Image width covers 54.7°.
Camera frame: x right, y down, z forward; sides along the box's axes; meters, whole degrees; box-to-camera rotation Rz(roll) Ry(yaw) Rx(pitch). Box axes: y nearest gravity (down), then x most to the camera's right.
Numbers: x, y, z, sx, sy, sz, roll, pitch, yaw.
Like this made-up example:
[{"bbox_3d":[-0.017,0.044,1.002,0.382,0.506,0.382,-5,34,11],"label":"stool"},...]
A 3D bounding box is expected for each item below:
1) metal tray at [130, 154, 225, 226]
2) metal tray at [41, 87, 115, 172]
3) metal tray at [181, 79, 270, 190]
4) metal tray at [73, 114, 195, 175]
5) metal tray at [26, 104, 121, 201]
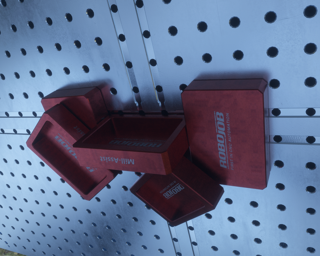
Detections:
[{"bbox_3d":[0.017,0.086,0.427,0.090,0.030,0.129,39,146,0],"label":"metal tray"},{"bbox_3d":[-0.115,0.006,0.470,0.090,0.030,0.129,-1,119,28],"label":"metal tray"},{"bbox_3d":[0.081,0.009,0.369,0.090,0.030,0.129,3,120,26],"label":"metal tray"},{"bbox_3d":[-0.031,0.016,0.393,0.130,0.090,0.030,2,119,27],"label":"metal tray"},{"bbox_3d":[-0.126,0.038,0.455,0.130,0.030,0.090,44,128,-3],"label":"metal tray"}]
